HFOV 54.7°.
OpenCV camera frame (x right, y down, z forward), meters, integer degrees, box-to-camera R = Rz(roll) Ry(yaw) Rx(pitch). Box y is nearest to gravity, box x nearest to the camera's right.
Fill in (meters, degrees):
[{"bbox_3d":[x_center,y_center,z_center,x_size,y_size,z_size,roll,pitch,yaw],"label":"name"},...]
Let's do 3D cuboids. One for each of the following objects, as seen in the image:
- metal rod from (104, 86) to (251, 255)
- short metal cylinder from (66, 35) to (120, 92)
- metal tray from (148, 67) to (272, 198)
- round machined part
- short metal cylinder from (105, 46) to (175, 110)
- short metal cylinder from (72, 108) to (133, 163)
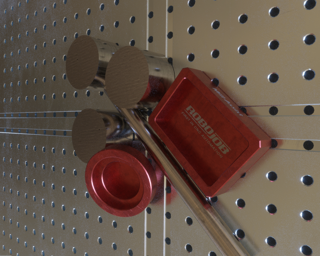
[{"bbox_3d":[0.008,0.043,0.403,0.300,0.025,0.025,52,120,27],"label":"metal rod"},{"bbox_3d":[-0.100,-0.097,0.476,0.080,0.050,0.080,0,90,40],"label":"short metal cylinder"},{"bbox_3d":[0.051,0.003,0.363,0.130,0.030,0.090,51,120,27],"label":"metal tray"},{"bbox_3d":[-0.049,0.068,0.425,0.098,0.042,0.097,6,107,19],"label":"round machined part"},{"bbox_3d":[-0.028,-0.065,0.415,0.080,0.050,0.080,0,90,40],"label":"short metal cylinder"},{"bbox_3d":[-0.087,0.011,0.465,0.080,0.050,0.080,0,90,40],"label":"short metal cylinder"}]
